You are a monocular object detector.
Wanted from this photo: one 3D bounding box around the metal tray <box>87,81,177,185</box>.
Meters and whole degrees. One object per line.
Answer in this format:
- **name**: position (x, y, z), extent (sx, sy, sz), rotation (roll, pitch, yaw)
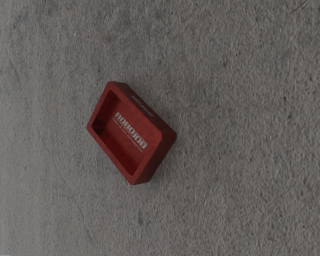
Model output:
- **metal tray**: position (-0.046, 0.005, 0.440), extent (0.130, 0.030, 0.090), rotation (45, 117, 30)
